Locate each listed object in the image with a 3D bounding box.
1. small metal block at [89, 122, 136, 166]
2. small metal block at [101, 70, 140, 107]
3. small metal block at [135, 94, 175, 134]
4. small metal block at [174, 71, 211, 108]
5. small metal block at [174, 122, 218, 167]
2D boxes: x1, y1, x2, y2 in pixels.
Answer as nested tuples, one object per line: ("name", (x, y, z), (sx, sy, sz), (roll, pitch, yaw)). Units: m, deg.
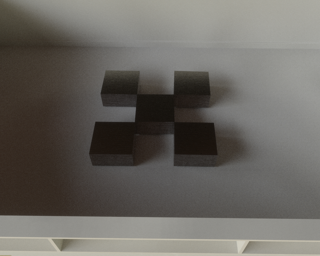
("small metal block", (-0.057, 0.019, 0.386), (0.050, 0.025, 0.050), (1, 50, 0))
("small metal block", (-0.056, -0.058, 0.450), (0.050, 0.025, 0.050), (1, 50, 1))
("small metal block", (-0.006, -0.019, 0.418), (0.050, 0.025, 0.050), (0, 50, 0))
("small metal block", (0.045, -0.057, 0.450), (0.050, 0.025, 0.050), (2, 50, 1))
("small metal block", (0.043, 0.020, 0.385), (0.050, 0.025, 0.050), (1, 50, 1))
